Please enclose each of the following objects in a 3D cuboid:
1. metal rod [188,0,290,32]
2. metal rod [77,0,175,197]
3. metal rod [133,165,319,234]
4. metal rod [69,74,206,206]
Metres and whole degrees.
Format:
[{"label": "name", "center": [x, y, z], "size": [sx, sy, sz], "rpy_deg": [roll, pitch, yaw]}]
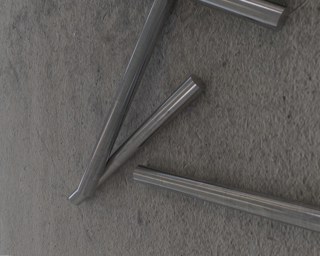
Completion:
[{"label": "metal rod", "center": [0.008, -0.178, 0.373], "size": [0.300, 0.025, 0.025], "rpy_deg": [32, 110, 27]}, {"label": "metal rod", "center": [-0.050, -0.040, 0.426], "size": [0.025, 0.025, 0.298], "rpy_deg": [32, 104, 35]}, {"label": "metal rod", "center": [0.087, 0.077, 0.333], "size": [0.300, 0.025, 0.025], "rpy_deg": [7, 95, 39]}, {"label": "metal rod", "center": [-0.048, 0.032, 0.444], "size": [0.299, 0.025, 0.025], "rpy_deg": [-43, 64, 31]}]
